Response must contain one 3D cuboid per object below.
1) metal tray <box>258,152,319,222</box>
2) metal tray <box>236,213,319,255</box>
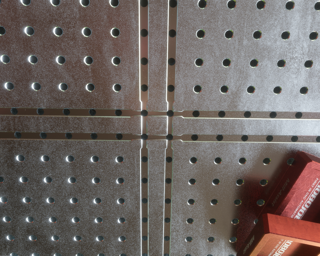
[{"bbox_3d":[0.215,0.109,0.452,0.090,0.030,0.129,21,109,-8],"label":"metal tray"},{"bbox_3d":[0.173,0.178,0.448,0.090,0.030,0.129,11,132,1],"label":"metal tray"}]
